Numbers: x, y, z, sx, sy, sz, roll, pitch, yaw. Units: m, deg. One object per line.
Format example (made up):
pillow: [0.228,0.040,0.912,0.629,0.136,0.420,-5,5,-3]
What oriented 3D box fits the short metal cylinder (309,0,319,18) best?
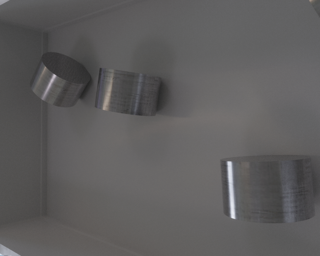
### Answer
short metal cylinder: [0.156,-0.097,0.242,0.050,0.081,0.080,-33,70,35]

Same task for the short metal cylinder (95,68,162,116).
short metal cylinder: [-0.041,-0.047,0.405,0.080,0.081,0.050,15,100,39]

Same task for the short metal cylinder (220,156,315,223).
short metal cylinder: [0.099,0.053,0.290,0.080,0.081,0.050,-5,87,40]

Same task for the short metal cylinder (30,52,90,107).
short metal cylinder: [-0.162,-0.079,0.505,0.080,0.081,0.050,52,121,27]
